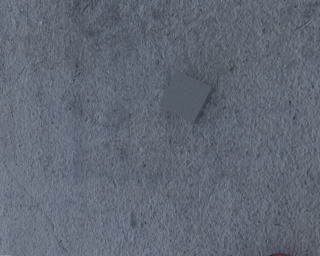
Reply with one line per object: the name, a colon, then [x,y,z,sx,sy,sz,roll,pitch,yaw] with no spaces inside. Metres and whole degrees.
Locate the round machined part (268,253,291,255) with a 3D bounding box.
round machined part: [0.131,0.192,0.335,0.098,0.099,0.042,48,142,13]

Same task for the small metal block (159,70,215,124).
small metal block: [0.035,-0.039,0.396,0.050,0.025,0.050,29,99,17]
